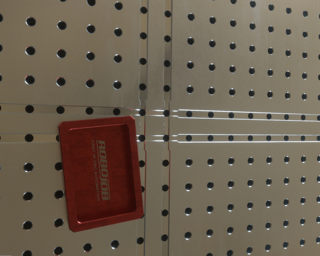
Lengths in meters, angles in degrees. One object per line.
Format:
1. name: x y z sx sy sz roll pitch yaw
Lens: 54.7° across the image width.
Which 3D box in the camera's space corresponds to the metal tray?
1. metal tray: -0.073 0.053 0.383 0.091 0.030 0.129 -6 92 -20
